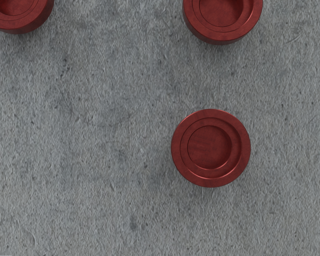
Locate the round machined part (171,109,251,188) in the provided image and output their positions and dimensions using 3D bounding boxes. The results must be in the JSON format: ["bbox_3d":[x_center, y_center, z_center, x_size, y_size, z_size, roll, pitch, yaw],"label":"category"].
[{"bbox_3d":[0.063,0.025,0.402,0.099,0.042,0.097,0,90,0],"label":"round machined part"}]

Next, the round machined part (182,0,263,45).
[{"bbox_3d":[0.078,-0.156,0.402,0.099,0.042,0.097,0,90,0],"label":"round machined part"}]

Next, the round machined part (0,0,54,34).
[{"bbox_3d":[-0.185,-0.169,0.400,0.099,0.042,0.097,0,90,0],"label":"round machined part"}]
